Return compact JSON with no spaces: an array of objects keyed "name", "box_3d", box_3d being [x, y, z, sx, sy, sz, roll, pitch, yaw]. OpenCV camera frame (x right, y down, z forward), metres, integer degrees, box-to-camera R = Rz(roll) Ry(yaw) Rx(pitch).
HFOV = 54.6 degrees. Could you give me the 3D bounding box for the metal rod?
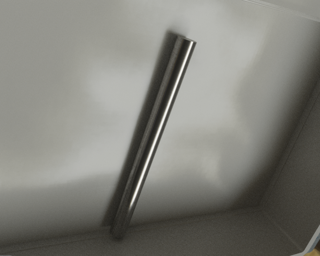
[{"name":"metal rod","box_3d":[-0.016,0.027,0.415,0.025,0.025,0.298,6,115,-31]}]
